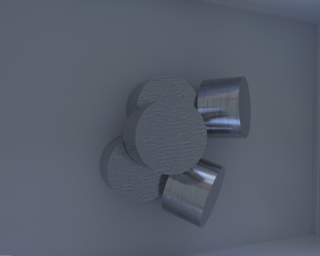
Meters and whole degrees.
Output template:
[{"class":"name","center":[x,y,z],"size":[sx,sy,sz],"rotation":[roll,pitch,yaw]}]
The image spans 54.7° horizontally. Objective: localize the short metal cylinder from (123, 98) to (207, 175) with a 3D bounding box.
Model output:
[{"class":"short metal cylinder","center":[0.005,0.009,0.344],"size":[0.081,0.050,0.079],"rotation":[0,90,-21]}]

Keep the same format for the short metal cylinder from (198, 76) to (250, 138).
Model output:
[{"class":"short metal cylinder","center":[0.086,-0.026,0.407],"size":[0.080,0.050,0.079],"rotation":[-2,90,-64]}]

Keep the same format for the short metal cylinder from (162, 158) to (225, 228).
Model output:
[{"class":"short metal cylinder","center":[0.043,0.077,0.390],"size":[0.050,0.080,0.080],"rotation":[19,82,22]}]

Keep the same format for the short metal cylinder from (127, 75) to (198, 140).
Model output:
[{"class":"short metal cylinder","center":[0.003,-0.025,0.397],"size":[0.081,0.050,0.079],"rotation":[0,90,-21]}]

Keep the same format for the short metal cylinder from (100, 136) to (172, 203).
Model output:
[{"class":"short metal cylinder","center":[-0.030,0.048,0.386],"size":[0.081,0.050,0.079],"rotation":[0,90,-21]}]
